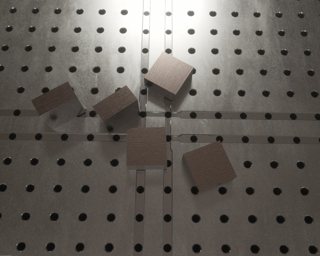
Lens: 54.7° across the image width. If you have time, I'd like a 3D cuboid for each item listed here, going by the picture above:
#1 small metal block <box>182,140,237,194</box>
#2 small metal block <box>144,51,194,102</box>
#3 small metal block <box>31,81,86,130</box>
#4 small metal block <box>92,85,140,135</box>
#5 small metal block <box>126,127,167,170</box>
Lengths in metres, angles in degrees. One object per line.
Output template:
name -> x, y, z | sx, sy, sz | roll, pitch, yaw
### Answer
small metal block -> 0.062, 0.050, 0.394 | 0.050, 0.025, 0.050 | -20, 71, -8
small metal block -> 0.013, -0.073, 0.438 | 0.050, 0.025, 0.050 | 30, 72, 10
small metal block -> -0.132, -0.028, 0.407 | 0.050, 0.050, 0.025 | -30, 73, -11
small metal block -> -0.055, -0.023, 0.406 | 0.050, 0.050, 0.025 | -35, 74, -12
small metal block -> -0.017, 0.027, 0.402 | 0.050, 0.025, 0.050 | -1, 70, -1
